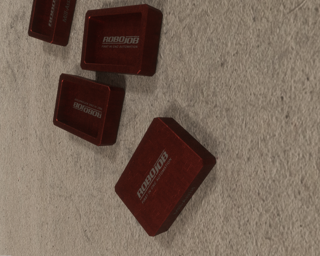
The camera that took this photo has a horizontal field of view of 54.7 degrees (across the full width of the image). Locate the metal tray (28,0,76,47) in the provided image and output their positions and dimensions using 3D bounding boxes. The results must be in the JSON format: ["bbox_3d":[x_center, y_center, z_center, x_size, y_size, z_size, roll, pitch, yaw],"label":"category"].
[{"bbox_3d":[-0.192,-0.220,0.556,0.090,0.030,0.129,25,105,37],"label":"metal tray"}]

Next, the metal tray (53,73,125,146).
[{"bbox_3d":[-0.118,-0.032,0.495,0.130,0.030,0.089,20,102,38],"label":"metal tray"}]

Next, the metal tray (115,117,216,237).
[{"bbox_3d":[0.001,0.062,0.399,0.090,0.030,0.129,45,116,30],"label":"metal tray"}]

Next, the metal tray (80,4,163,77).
[{"bbox_3d":[-0.060,-0.125,0.448,0.130,0.030,0.089,12,98,39],"label":"metal tray"}]
